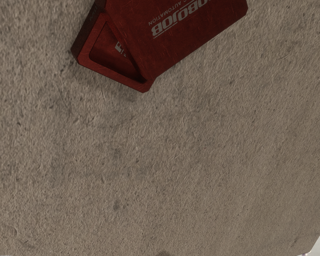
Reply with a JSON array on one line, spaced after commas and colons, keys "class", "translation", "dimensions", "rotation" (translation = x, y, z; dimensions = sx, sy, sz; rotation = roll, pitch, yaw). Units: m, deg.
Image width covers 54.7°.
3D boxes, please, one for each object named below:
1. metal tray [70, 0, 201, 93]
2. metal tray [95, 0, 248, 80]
[{"class": "metal tray", "translation": [-0.022, -0.111, 0.323], "dimensions": [0.091, 0.030, 0.129], "rotation": [22, 107, -37]}, {"class": "metal tray", "translation": [0.016, -0.119, 0.301], "dimensions": [0.130, 0.030, 0.090], "rotation": [-36, 130, -5]}]
